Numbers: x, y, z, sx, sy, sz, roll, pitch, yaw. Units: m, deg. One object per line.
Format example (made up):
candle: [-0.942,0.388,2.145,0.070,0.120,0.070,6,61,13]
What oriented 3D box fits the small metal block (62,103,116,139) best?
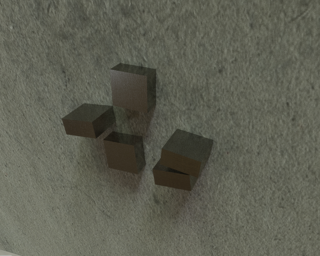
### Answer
small metal block: [-0.098,-0.011,0.434,0.050,0.050,0.025,7,121,24]

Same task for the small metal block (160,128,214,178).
small metal block: [0.034,0.030,0.390,0.050,0.050,0.025,18,125,17]

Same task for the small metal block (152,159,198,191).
small metal block: [0.025,0.054,0.410,0.050,0.050,0.025,6,121,25]

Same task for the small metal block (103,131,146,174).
small metal block: [-0.051,0.036,0.455,0.050,0.025,0.050,9,122,23]

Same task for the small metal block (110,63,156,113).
small metal block: [-0.033,-0.051,0.391,0.050,0.025,0.050,14,124,20]
